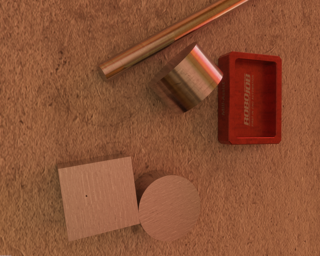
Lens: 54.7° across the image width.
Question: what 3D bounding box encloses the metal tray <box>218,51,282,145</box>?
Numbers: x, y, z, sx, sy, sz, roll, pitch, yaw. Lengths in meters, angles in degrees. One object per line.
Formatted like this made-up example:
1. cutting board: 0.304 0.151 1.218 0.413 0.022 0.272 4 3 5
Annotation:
1. metal tray: 0.132 -0.041 0.454 0.091 0.030 0.129 0 90 -20

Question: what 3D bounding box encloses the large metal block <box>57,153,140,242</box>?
1. large metal block: -0.074 0.077 0.368 0.081 0.050 0.079 -8 93 -20

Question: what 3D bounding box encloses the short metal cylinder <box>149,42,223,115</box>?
1. short metal cylinder: 0.032 -0.062 0.391 0.050 0.080 0.080 46 76 -15

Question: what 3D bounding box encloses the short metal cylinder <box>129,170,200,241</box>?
1. short metal cylinder: 0.004 0.097 0.397 0.081 0.050 0.079 0 90 -20

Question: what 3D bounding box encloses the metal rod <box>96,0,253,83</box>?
1. metal rod: 0.049 -0.146 0.426 0.302 0.025 0.025 -33 101 -17
